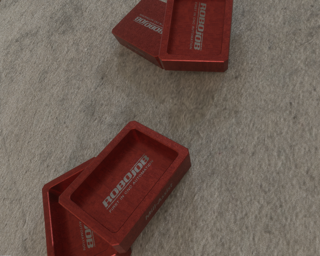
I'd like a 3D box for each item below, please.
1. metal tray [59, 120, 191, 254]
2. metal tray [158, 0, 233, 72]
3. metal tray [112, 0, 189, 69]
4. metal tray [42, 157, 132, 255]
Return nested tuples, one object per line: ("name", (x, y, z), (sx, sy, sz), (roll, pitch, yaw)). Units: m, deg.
("metal tray", (-0.037, 0.060, 0.353), (0.090, 0.030, 0.130), (28, 63, 27))
("metal tray", (0.053, -0.144, 0.429), (0.090, 0.030, 0.129), (4, 74, 12))
("metal tray", (-0.008, -0.158, 0.500), (0.090, 0.030, 0.130), (-47, 52, -5))
("metal tray", (-0.095, 0.111, 0.380), (0.090, 0.030, 0.130), (-29, 52, 9))
